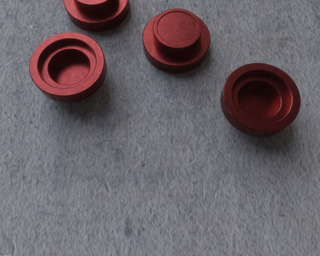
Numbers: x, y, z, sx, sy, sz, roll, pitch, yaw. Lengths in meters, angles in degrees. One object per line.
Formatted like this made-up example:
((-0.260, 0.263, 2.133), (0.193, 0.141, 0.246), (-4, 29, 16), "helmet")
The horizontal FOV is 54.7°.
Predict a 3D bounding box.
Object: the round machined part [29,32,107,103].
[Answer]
((-0.122, -0.079, 0.426), (0.099, 0.042, 0.098), (0, 70, -1), "round machined part")

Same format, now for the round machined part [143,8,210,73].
((0.024, -0.132, 0.448), (0.099, 0.042, 0.098), (0, 70, -1), "round machined part")

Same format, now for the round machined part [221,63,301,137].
((0.130, -0.034, 0.413), (0.099, 0.042, 0.098), (0, 70, -1), "round machined part")

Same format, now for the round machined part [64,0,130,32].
((-0.097, -0.200, 0.471), (0.099, 0.042, 0.098), (0, 70, -1), "round machined part")
